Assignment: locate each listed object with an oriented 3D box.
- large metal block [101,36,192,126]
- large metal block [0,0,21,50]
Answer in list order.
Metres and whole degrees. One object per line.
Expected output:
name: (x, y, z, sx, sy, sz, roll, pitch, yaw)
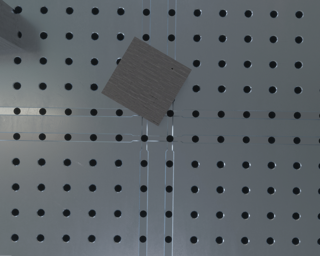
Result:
large metal block: (-0.016, -0.057, 0.401, 0.080, 0.050, 0.080, 30, 90, 0)
large metal block: (-0.233, -0.130, 0.384, 0.080, 0.080, 0.050, -6, 90, 0)
